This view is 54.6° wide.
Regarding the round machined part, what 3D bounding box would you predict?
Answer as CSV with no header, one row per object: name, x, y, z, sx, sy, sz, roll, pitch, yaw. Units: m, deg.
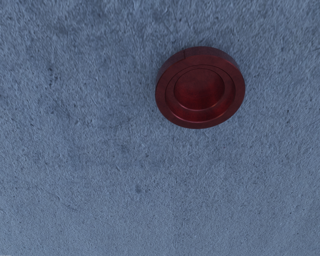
round machined part,0.044,-0.049,0.355,0.099,0.042,0.097,0,130,0
